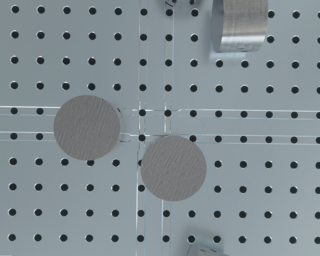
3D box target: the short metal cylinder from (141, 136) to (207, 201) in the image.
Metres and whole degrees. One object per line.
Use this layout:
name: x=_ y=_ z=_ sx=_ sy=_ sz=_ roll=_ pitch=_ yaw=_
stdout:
short metal cylinder: x=0.016 y=0.049 z=0.401 sx=0.081 sy=0.050 sz=0.079 roll=0 pitch=90 yaw=-1

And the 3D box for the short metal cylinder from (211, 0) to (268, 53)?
short metal cylinder: x=0.096 y=-0.135 z=0.387 sx=0.050 sy=0.080 sz=0.079 roll=-2 pitch=90 yaw=0

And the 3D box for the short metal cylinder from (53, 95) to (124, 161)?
short metal cylinder: x=-0.089 y=0.000 z=0.400 sx=0.081 sy=0.050 sz=0.079 roll=0 pitch=90 yaw=-1

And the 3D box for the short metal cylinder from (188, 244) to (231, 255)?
short metal cylinder: x=0.058 y=0.194 z=0.387 sx=0.050 sy=0.080 sz=0.080 roll=19 pitch=90 yaw=0

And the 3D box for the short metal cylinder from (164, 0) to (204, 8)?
short metal cylinder: x=0.033 y=-0.205 z=0.401 sx=0.081 sy=0.050 sz=0.079 roll=0 pitch=90 yaw=-1
